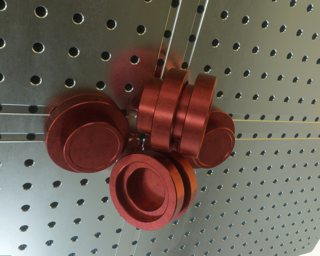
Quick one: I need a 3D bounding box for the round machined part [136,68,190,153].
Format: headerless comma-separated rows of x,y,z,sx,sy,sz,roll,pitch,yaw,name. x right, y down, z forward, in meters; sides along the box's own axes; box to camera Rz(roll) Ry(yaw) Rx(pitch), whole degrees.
0.003,-0.023,0.366,0.042,0.098,0.097,14,118,10,round machined part

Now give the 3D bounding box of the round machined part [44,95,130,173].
-0.081,0.014,0.363,0.099,0.042,0.097,-14,124,-21,round machined part

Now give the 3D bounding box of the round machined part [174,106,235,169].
0.069,0.020,0.449,0.099,0.042,0.097,-14,124,-21,round machined part

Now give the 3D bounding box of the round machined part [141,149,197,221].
0.006,0.074,0.424,0.042,0.098,0.097,-14,131,-60,round machined part

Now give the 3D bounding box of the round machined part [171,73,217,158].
0.035,-0.017,0.363,0.042,0.098,0.097,14,118,10,round machined part

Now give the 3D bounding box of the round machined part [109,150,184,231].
-0.013,0.076,0.397,0.042,0.098,0.097,-15,132,-60,round machined part
